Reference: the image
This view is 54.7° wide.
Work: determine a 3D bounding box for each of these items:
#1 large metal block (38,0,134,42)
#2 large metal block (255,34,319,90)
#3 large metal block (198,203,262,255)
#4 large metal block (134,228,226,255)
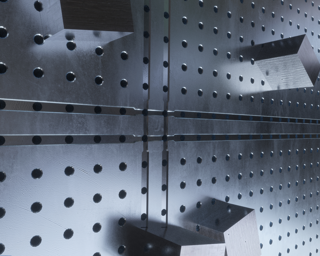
[{"bbox_3d":[-0.079,-0.138,0.327,0.081,0.050,0.079,-12,98,-40],"label":"large metal block"},{"bbox_3d":[0.239,-0.119,0.577,0.080,0.080,0.050,46,62,-31],"label":"large metal block"},{"bbox_3d":[0.111,0.177,0.490,0.081,0.050,0.079,-19,102,-39],"label":"large metal block"},{"bbox_3d":[0.024,0.163,0.396,0.081,0.080,0.050,15,81,-39],"label":"large metal block"}]
